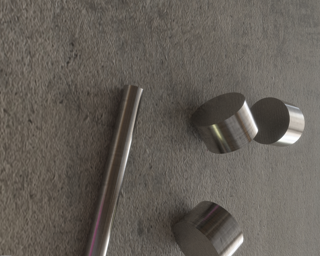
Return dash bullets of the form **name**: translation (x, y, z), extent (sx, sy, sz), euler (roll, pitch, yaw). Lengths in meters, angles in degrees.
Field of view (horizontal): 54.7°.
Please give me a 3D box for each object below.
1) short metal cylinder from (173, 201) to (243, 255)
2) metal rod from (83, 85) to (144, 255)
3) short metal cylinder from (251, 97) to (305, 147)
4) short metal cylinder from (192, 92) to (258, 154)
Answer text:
- **short metal cylinder**: translation (0.065, 0.148, 0.424), extent (0.050, 0.080, 0.080), euler (-32, 110, -36)
- **metal rod**: translation (-0.063, 0.096, 0.352), extent (0.025, 0.025, 0.299), euler (20, 78, -38)
- **short metal cylinder**: translation (0.198, -0.009, 0.535), extent (0.050, 0.080, 0.080), euler (9, 84, -40)
- **short metal cylinder**: translation (0.093, -0.008, 0.447), extent (0.080, 0.080, 0.050), euler (-46, 118, -30)
